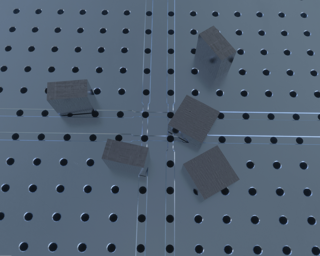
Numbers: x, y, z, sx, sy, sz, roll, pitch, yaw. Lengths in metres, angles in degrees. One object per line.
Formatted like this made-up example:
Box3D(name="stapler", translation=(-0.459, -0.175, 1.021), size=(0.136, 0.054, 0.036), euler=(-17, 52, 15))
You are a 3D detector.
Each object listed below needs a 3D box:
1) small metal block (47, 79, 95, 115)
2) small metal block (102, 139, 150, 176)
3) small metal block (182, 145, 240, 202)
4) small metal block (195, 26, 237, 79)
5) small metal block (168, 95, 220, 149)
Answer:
Box3D(name="small metal block", translation=(-0.116, -0.040, 0.413), size=(0.050, 0.050, 0.025), euler=(-5, 70, -2))
Box3D(name="small metal block", translation=(-0.040, 0.038, 0.385), size=(0.050, 0.050, 0.025), euler=(12, 71, 4))
Box3D(name="small metal block", translation=(0.063, 0.058, 0.391), size=(0.050, 0.025, 0.050), euler=(-28, 72, -10))
Box3D(name="small metal block", translation=(0.077, -0.106, 0.438), size=(0.025, 0.050, 0.050), euler=(-32, 73, -11))
Box3D(name="small metal block", translation=(0.045, -0.008, 0.415), size=(0.050, 0.025, 0.050), euler=(29, 73, 10))
